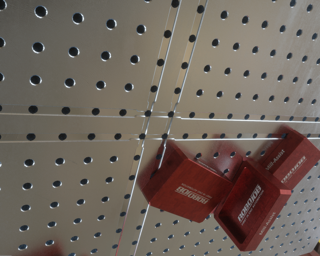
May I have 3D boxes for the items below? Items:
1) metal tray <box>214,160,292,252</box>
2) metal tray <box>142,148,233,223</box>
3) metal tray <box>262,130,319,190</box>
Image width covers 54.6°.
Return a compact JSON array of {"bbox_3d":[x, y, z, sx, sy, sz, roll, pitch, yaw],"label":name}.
[{"bbox_3d":[0.154,0.133,0.533,0.030,0.090,0.129,11,113,-33],"label":"metal tray"},{"bbox_3d":[0.047,0.095,0.492,0.130,0.030,0.090,31,101,-38],"label":"metal tray"},{"bbox_3d":[0.236,0.076,0.583,0.090,0.030,0.130,31,101,-38],"label":"metal tray"}]
